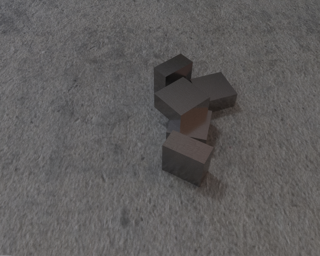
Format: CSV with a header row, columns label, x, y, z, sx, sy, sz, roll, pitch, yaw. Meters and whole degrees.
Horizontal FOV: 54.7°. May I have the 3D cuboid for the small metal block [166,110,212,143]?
label,x,y,z,sx,sy,sz,roll,pitch,yaw
small metal block,0.038,-0.001,0.404,0.050,0.025,0.050,11,51,8

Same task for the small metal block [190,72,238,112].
label,x,y,z,sx,sy,sz,roll,pitch,yaw
small metal block,0.075,-0.051,0.447,0.050,0.025,0.050,-15,52,-13

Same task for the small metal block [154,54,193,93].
label,x,y,z,sx,sy,sz,roll,pitch,yaw
small metal block,0.019,-0.072,0.447,0.050,0.050,0.025,-33,58,-25

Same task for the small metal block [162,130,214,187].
label,x,y,z,sx,sy,sz,roll,pitch,yaw
small metal block,0.031,0.036,0.357,0.050,0.050,0.025,23,54,18

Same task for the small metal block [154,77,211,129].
label,x,y,z,sx,sy,sz,roll,pitch,yaw
small metal block,0.028,-0.034,0.400,0.050,0.025,0.050,-33,57,-25
